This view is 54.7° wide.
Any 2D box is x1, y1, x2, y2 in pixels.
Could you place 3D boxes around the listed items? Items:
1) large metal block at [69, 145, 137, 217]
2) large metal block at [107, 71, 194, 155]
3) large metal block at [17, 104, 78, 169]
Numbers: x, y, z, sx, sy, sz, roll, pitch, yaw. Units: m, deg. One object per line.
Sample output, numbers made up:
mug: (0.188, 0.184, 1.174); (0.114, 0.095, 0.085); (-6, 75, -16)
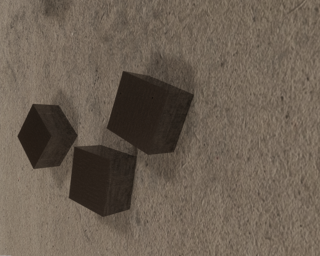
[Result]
large metal block: (-0.085, 0.074, 0.457); (0.080, 0.050, 0.079); (13, 98, 39)
large metal block: (-0.014, -0.020, 0.399); (0.080, 0.050, 0.079); (29, 108, 36)
large metal block: (-0.202, 0.014, 0.552); (0.080, 0.050, 0.080); (51, 120, 27)
